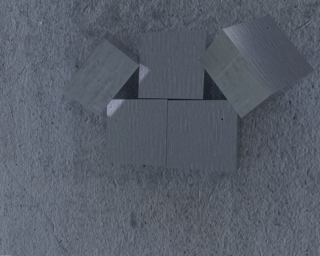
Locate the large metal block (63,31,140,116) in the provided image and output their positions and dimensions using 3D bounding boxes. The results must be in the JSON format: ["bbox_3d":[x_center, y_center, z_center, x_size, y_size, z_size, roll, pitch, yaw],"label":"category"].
[{"bbox_3d":[-0.073,-0.073,0.398,0.050,0.080,0.080,36,104,-19],"label":"large metal block"}]

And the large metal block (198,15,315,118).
[{"bbox_3d":[0.104,-0.069,0.338,0.080,0.081,0.050,56,147,11],"label":"large metal block"}]

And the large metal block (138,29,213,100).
[{"bbox_3d":[0.021,-0.075,0.389,0.080,0.050,0.079,3,91,19],"label":"large metal block"}]

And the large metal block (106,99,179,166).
[{"bbox_3d":[-0.022,0.004,0.403,0.080,0.050,0.079,2,91,19],"label":"large metal block"}]

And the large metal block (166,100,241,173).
[{"bbox_3d":[0.055,0.008,0.375,0.080,0.050,0.079,2,91,19],"label":"large metal block"}]
